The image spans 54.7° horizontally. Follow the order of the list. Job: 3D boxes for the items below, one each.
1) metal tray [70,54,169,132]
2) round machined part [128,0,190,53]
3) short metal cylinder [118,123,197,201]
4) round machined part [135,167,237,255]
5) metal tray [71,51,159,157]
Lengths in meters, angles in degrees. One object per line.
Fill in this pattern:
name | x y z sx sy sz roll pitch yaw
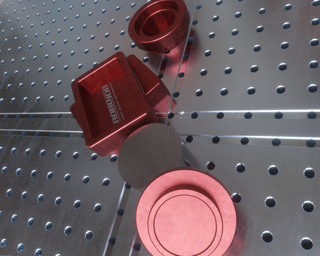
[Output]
metal tray | -0.063 -0.041 0.462 0.130 0.030 0.090 -41 51 -1
round machined part | 0.002 -0.159 0.493 0.098 0.042 0.098 -13 56 20
short metal cylinder | -0.002 0.041 0.367 0.080 0.050 0.080 -13 56 20
round machined part | 0.025 0.089 0.299 0.099 0.042 0.097 0 89 6
metal tray | -0.066 -0.036 0.420 0.090 0.030 0.130 -31 52 8
